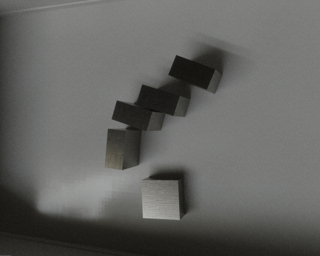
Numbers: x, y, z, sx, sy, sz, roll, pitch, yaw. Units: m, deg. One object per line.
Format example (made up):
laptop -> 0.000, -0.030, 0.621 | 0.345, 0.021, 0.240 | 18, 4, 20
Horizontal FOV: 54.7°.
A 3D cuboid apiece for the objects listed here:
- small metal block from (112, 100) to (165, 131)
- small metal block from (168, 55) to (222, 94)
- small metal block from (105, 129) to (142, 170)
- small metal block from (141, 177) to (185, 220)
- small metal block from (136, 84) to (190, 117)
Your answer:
small metal block -> -0.027, -0.016, 0.407 | 0.050, 0.050, 0.025 | 18, 96, 19
small metal block -> 0.045, -0.065, 0.381 | 0.050, 0.050, 0.025 | 24, 98, 18
small metal block -> -0.048, 0.027, 0.414 | 0.025, 0.050, 0.050 | 6, 92, 20
small metal block -> 0.005, 0.092, 0.409 | 0.050, 0.025, 0.050 | -3, 89, 20
small metal block -> 0.006, -0.034, 0.395 | 0.050, 0.050, 0.025 | 19, 97, 19
